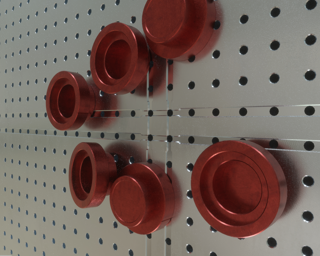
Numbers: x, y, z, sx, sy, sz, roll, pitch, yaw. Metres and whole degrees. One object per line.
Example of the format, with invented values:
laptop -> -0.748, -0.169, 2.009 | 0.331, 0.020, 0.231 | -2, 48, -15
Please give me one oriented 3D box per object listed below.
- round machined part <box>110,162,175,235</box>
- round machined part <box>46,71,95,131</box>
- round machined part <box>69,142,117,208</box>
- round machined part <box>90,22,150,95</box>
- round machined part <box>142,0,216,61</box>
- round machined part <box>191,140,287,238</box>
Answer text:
round machined part -> -0.031, 0.097, 0.425 | 0.098, 0.042, 0.097 | 0, 90, 40
round machined part -> -0.147, -0.044, 0.521 | 0.098, 0.042, 0.097 | 0, 90, 40
round machined part -> -0.100, 0.071, 0.474 | 0.098, 0.042, 0.098 | -7, 81, 52
round machined part -> -0.053, -0.096, 0.443 | 0.098, 0.042, 0.097 | 0, 90, 40
round machined part -> 0.016, -0.136, 0.386 | 0.098, 0.042, 0.097 | 0, 90, 40
round machined part -> 0.085, 0.061, 0.329 | 0.098, 0.042, 0.097 | 0, 90, 40
